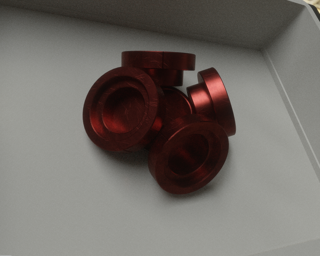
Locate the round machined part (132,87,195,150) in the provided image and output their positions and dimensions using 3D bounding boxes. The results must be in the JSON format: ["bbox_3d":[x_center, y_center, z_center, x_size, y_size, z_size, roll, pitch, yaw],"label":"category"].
[{"bbox_3d":[0.007,-0.017,0.408,0.099,0.042,0.098,14,56,-21],"label":"round machined part"}]

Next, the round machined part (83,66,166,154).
[{"bbox_3d":[-0.037,-0.018,0.361,0.042,0.098,0.098,27,40,-62],"label":"round machined part"}]

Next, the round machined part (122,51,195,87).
[{"bbox_3d":[-0.002,-0.078,0.417,0.099,0.098,0.042,-4,102,-30],"label":"round machined part"}]

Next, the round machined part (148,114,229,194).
[{"bbox_3d":[0.030,0.027,0.369,0.099,0.097,0.042,-1,26,-29],"label":"round machined part"}]

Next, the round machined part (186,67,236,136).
[{"bbox_3d":[0.066,-0.030,0.426,0.042,0.098,0.098,-18,67,3],"label":"round machined part"}]
